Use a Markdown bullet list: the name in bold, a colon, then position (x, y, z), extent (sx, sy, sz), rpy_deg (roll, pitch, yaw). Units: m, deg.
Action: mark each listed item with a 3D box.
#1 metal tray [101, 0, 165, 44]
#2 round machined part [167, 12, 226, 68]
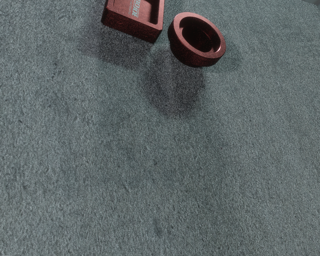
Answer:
- **metal tray**: position (-0.040, -0.207, 0.506), extent (0.091, 0.030, 0.130), rpy_deg (16, 55, -19)
- **round machined part**: position (0.056, -0.139, 0.510), extent (0.099, 0.042, 0.098), rpy_deg (14, 56, -21)
